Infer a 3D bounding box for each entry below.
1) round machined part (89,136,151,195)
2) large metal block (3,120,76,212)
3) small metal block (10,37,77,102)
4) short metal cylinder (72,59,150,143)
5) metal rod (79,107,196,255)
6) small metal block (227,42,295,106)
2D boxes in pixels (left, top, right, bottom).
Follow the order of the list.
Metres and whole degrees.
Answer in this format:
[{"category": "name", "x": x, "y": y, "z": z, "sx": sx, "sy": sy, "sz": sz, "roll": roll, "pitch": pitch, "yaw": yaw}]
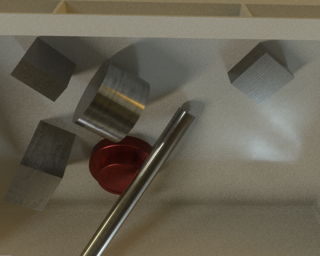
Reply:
[{"category": "round machined part", "x": -0.054, "y": 0.060, "z": 0.449, "sx": 0.099, "sy": 0.042, "sz": 0.097, "roll": 0, "pitch": 130, "yaw": 0}, {"category": "large metal block", "x": -0.159, "y": 0.051, "z": 0.414, "sx": 0.050, "sy": 0.080, "sz": 0.080, "roll": 25, "pitch": 126, "yaw": -20}, {"category": "small metal block", "x": -0.124, "y": -0.064, "z": 0.336, "sx": 0.050, "sy": 0.050, "sz": 0.025, "roll": 35, "pitch": 122, "yaw": -26}, {"category": "short metal cylinder", "x": -0.055, "y": -0.030, "z": 0.347, "sx": 0.050, "sy": 0.080, "sz": 0.080, "roll": 30, "pitch": 124, "yaw": -23}, {"category": "metal rod", "x": -0.047, "y": 0.103, "z": 0.417, "sx": 0.025, "sy": 0.025, "sz": 0.299, "roll": 30, "pitch": 99, "yaw": -23}, {"category": "small metal block", "x": 0.116, "y": -0.061, "z": 0.359, "sx": 0.050, "sy": 0.025, "sz": 0.050, "roll": 31, "pitch": 123, "yaw": -24}]
